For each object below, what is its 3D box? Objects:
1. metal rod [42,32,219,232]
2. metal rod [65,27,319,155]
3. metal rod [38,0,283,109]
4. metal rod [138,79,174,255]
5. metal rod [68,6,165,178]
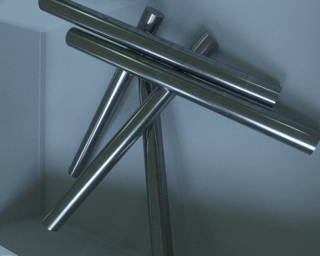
[{"bbox_3d":[-0.039,0.009,0.375,0.299,0.025,0.025,-49,60,6],"label":"metal rod"},{"bbox_3d":[0.018,-0.050,0.337,0.301,0.025,0.025,27,108,19],"label":"metal rod"},{"bbox_3d":[-0.013,-0.094,0.349,0.301,0.025,0.025,26,108,15],"label":"metal rod"},{"bbox_3d":[-0.008,0.028,0.386,0.025,0.025,0.299,-17,72,38],"label":"metal rod"},{"bbox_3d":[-0.074,-0.030,0.440,0.025,0.025,0.298,52,128,27],"label":"metal rod"}]
